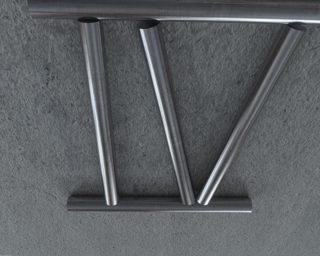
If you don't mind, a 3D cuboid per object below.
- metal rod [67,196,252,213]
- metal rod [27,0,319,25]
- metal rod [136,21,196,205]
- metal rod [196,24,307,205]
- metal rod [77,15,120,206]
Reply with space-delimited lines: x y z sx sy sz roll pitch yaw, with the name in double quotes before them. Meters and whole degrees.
"metal rod" 0.000 0.127 0.516 0.302 0.025 0.025 1 130 -2
"metal rod" 0.026 -0.119 0.308 0.302 0.025 0.025 1 130 -2
"metal rod" 0.017 0.005 0.412 0.025 0.025 0.298 -9 130 7
"metal rod" 0.105 0.005 0.413 0.025 0.025 0.298 10 129 -9
"metal rod" -0.074 0.003 0.409 0.025 0.025 0.298 1 130 -1
